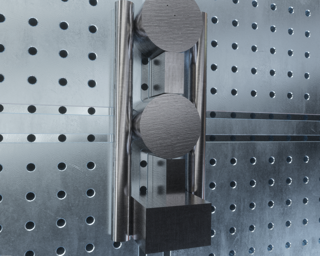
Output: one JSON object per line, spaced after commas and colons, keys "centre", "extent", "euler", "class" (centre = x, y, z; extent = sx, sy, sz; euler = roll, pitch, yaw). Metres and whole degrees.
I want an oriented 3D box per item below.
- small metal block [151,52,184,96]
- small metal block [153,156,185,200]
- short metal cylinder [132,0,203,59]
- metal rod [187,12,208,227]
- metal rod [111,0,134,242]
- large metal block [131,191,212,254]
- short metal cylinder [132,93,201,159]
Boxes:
{"centre": [0.009, -0.067, 0.401], "extent": [0.025, 0.050, 0.050], "euler": [1, 90, -20], "class": "small metal block"}
{"centre": [0.011, 0.063, 0.402], "extent": [0.025, 0.050, 0.050], "euler": [0, 90, -20], "class": "small metal block"}
{"centre": [0.008, -0.132, 0.401], "extent": [0.081, 0.050, 0.080], "euler": [0, 90, -20], "class": "short metal cylinder"}
{"centre": [0.052, -0.009, 0.430], "extent": [0.025, 0.025, 0.298], "euler": [1, 90, -20], "class": "metal rod"}
{"centre": [-0.048, -0.009, 0.394], "extent": [0.025, 0.025, 0.298], "euler": [1, 90, -20], "class": "metal rod"}
{"centre": [0.009, 0.112, 0.387], "extent": [0.081, 0.080, 0.050], "euler": [1, 90, -20], "class": "large metal block"}
{"centre": [0.006, -0.003, 0.401], "extent": [0.081, 0.050, 0.080], "euler": [0, 90, -20], "class": "short metal cylinder"}
